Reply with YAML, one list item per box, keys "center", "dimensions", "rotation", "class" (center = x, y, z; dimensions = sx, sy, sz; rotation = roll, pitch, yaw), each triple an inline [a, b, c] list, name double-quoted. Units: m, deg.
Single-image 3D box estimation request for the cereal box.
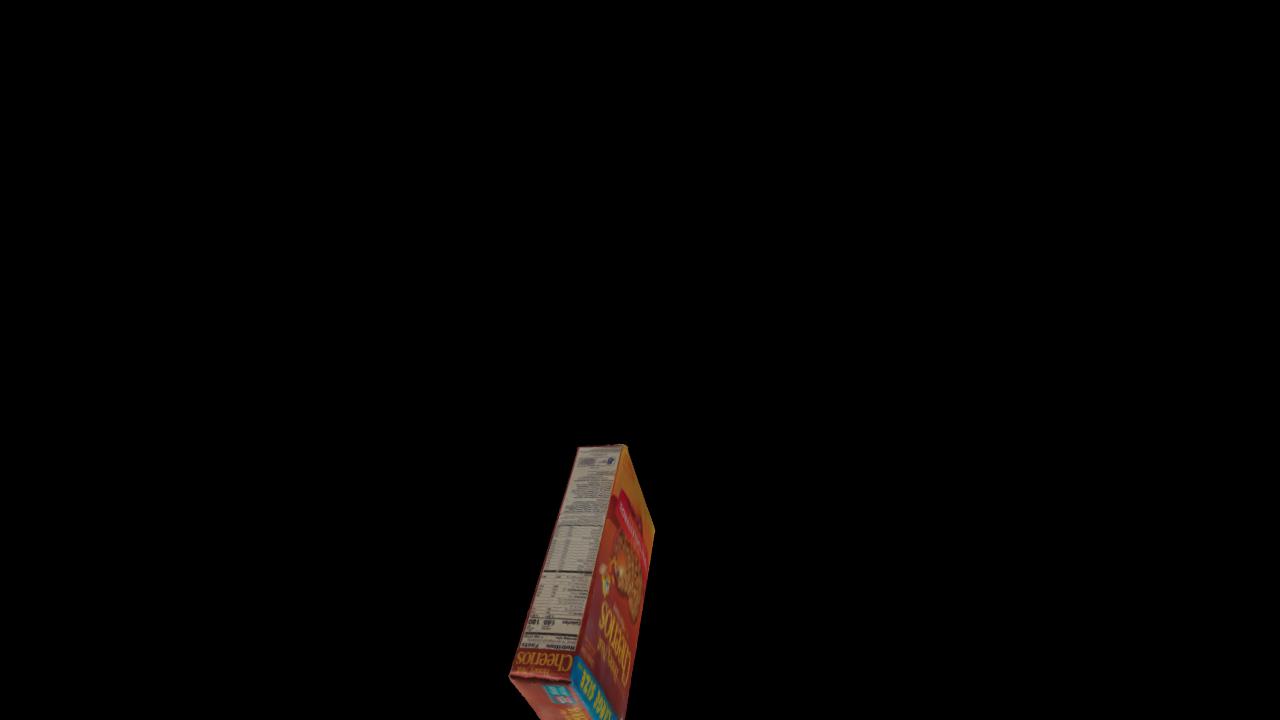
- center: [-0.052, 0.284, 0.757]
  dimensions: [0.081, 0.203, 0.306]
  rotation: [-4, 39, 14]
  class: "cereal box"
